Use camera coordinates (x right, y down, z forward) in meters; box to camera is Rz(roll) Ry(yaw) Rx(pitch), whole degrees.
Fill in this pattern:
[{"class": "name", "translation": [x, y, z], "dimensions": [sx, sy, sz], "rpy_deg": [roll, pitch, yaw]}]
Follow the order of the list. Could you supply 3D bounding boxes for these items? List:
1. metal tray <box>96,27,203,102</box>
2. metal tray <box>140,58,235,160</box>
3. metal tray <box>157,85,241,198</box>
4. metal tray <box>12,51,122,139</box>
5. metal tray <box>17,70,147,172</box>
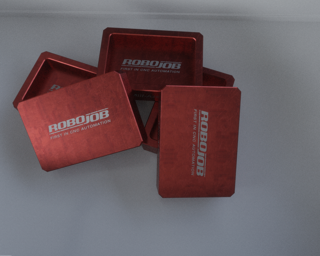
[{"class": "metal tray", "translation": [-0.011, -0.082, 0.403], "dimensions": [0.131, 0.030, 0.090], "rpy_deg": [3, 70, 1]}, {"class": "metal tray", "translation": [0.038, -0.021, 0.413], "dimensions": [0.090, 0.030, 0.130], "rpy_deg": [18, 71, 6]}, {"class": "metal tray", "translation": [0.044, 0.015, 0.366], "dimensions": [0.091, 0.030, 0.129], "rpy_deg": [1, 98, -6]}, {"class": "metal tray", "translation": [-0.115, -0.043, 0.418], "dimensions": [0.131, 0.030, 0.090], "rpy_deg": [19, 71, 6]}, {"class": "metal tray", "translation": [-0.092, -0.008, 0.371], "dimensions": [0.130, 0.030, 0.089], "rpy_deg": [-16, 100, 10]}]
